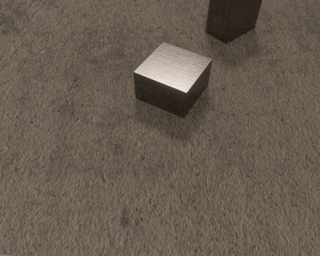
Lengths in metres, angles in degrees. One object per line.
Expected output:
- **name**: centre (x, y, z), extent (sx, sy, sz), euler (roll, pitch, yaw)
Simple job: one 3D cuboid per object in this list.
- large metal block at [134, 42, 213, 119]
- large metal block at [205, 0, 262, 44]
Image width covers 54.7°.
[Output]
- **large metal block**: centre (0.019, -0.071, 0.447), extent (0.080, 0.050, 0.080), euler (24, 54, 18)
- **large metal block**: centre (0.131, -0.207, 0.543), extent (0.080, 0.080, 0.050), euler (-33, 58, -25)
